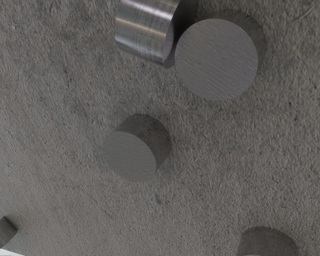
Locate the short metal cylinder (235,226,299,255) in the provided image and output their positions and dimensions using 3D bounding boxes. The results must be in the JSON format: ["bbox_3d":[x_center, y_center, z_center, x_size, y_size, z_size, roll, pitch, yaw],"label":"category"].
[{"bbox_3d":[0.146,0.184,0.427,0.080,0.050,0.079,13,124,21],"label":"short metal cylinder"}]

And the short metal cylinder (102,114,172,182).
[{"bbox_3d":[-0.031,0.027,0.424,0.080,0.050,0.079,13,124,21],"label":"short metal cylinder"}]

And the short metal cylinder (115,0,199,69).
[{"bbox_3d":[-0.001,-0.106,0.307,0.050,0.080,0.079,25,127,13],"label":"short metal cylinder"}]

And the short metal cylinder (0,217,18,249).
[{"bbox_3d":[-0.391,0.259,0.738,0.080,0.080,0.050,-31,101,38],"label":"short metal cylinder"}]

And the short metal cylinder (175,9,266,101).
[{"bbox_3d":[0.062,-0.074,0.312,0.080,0.050,0.079,13,124,21],"label":"short metal cylinder"}]
